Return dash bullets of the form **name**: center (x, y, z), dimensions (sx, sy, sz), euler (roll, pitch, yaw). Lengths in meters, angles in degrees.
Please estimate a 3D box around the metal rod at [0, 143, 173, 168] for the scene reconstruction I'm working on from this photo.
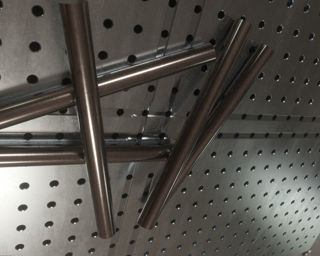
- **metal rod**: center (-0.112, 0.032, 0.370), dimensions (0.303, 0.025, 0.025), euler (1, 118, -30)

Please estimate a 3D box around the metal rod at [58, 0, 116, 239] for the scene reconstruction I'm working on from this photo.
- **metal rod**: center (-0.074, 0.016, 0.347), dimensions (0.025, 0.025, 0.298), euler (-14, 125, -21)

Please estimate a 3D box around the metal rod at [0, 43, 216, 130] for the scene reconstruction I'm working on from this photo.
- **metal rod**: center (-0.073, -0.045, 0.344), dimensions (0.302, 0.025, 0.025), euler (-20, 127, -17)

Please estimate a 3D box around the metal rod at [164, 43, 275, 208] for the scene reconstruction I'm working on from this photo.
- **metal rod**: center (0.067, 0.012, 0.456), dimensions (0.025, 0.025, 0.299), euler (24, 105, -37)

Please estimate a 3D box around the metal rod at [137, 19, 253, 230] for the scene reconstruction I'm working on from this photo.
- **metal rod**: center (0.043, 0.001, 0.412), dimensions (0.025, 0.025, 0.298), euler (19, 100, -36)
